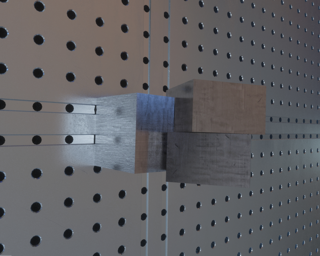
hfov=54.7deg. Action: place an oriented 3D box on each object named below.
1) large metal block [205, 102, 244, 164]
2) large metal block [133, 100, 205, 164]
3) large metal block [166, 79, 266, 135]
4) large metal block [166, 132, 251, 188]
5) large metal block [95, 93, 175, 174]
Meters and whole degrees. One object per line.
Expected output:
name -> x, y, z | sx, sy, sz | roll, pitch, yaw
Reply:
large metal block -> 0.071, 0.008, 0.435 | 0.050, 0.080, 0.080 | 5, 87, -40
large metal block -> 0.012, 0.005, 0.403 | 0.081, 0.050, 0.080 | 3, 88, -40
large metal block -> 0.057, -0.019, 0.340 | 0.081, 0.080, 0.050 | 2, 88, -18
large metal block -> 0.057, 0.031, 0.336 | 0.080, 0.080, 0.050 | 8, 84, -73
large metal block -> -0.031, 0.005, 0.350 | 0.050, 0.080, 0.079 | 2, 89, -40
